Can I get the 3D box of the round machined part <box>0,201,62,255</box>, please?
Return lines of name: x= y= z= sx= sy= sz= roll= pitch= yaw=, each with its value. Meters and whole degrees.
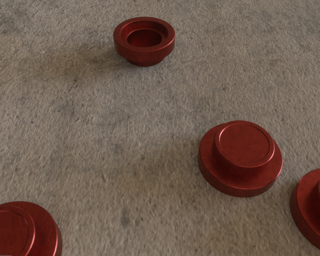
round machined part: x=-0.148 y=0.114 z=0.295 sx=0.099 sy=0.042 sz=0.098 roll=0 pitch=50 yaw=0

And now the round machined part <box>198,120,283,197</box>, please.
round machined part: x=0.096 y=0.029 z=0.369 sx=0.099 sy=0.042 sz=0.098 roll=0 pitch=50 yaw=0

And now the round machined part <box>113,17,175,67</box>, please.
round machined part: x=-0.025 y=-0.138 z=0.508 sx=0.099 sy=0.042 sz=0.098 roll=0 pitch=50 yaw=0

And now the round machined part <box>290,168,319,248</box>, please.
round machined part: x=0.194 y=0.082 z=0.326 sx=0.099 sy=0.042 sz=0.098 roll=0 pitch=50 yaw=0
